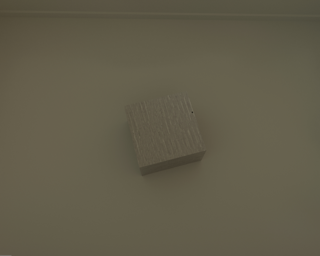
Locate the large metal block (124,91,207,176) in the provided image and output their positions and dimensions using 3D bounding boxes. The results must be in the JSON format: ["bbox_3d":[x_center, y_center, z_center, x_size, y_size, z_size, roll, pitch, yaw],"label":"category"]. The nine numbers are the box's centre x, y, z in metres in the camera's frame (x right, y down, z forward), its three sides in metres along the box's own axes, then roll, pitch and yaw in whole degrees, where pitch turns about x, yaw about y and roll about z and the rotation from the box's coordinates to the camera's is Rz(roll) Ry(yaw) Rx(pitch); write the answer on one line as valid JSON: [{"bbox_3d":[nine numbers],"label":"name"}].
[{"bbox_3d":[0.005,0.008,0.394,0.080,0.050,0.080,-14,71,-5],"label":"large metal block"}]
